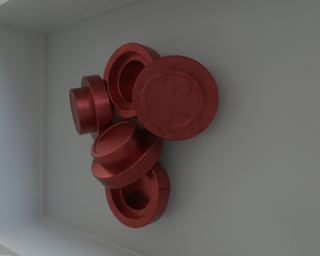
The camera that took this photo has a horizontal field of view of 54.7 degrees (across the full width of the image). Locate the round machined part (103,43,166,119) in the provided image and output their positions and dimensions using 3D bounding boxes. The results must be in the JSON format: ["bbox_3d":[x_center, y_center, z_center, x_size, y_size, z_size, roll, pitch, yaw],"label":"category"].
[{"bbox_3d":[-0.029,-0.061,0.416,0.098,0.042,0.097,0,90,40],"label":"round machined part"}]

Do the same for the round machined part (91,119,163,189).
[{"bbox_3d":[-0.048,0.026,0.397,0.098,0.098,0.042,-8,129,39],"label":"round machined part"}]

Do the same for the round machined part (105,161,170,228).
[{"bbox_3d":[-0.025,0.079,0.414,0.098,0.042,0.097,0,90,40],"label":"round machined part"}]

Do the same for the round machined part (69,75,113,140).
[{"bbox_3d":[-0.104,-0.026,0.451,0.098,0.042,0.097,168,90,-68],"label":"round machined part"}]

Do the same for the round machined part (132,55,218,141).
[{"bbox_3d":[0.016,-0.033,0.351,0.098,0.042,0.097,2,101,9],"label":"round machined part"}]
